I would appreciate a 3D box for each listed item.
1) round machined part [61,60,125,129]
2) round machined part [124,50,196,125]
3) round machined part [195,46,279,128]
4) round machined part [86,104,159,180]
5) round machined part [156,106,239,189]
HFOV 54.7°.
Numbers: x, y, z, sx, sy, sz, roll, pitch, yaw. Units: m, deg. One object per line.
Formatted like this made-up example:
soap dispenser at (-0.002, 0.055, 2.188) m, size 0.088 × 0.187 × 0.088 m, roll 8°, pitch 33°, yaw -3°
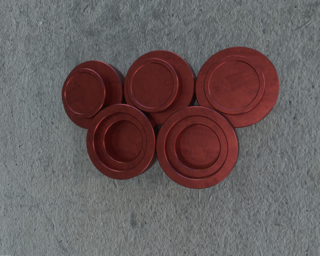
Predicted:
round machined part at (-0.097, -0.047, 0.434) m, size 0.098 × 0.042 × 0.097 m, roll 0°, pitch 90°, yaw 19°
round machined part at (-0.003, -0.053, 0.402) m, size 0.098 × 0.042 × 0.097 m, roll 0°, pitch 90°, yaw 19°
round machined part at (0.090, -0.049, 0.369) m, size 0.098 × 0.042 × 0.097 m, roll 0°, pitch 90°, yaw 19°
round machined part at (-0.045, 0.018, 0.416) m, size 0.098 × 0.042 × 0.097 m, roll 0°, pitch 90°, yaw 19°
round machined part at (0.048, 0.023, 0.384) m, size 0.098 × 0.042 × 0.097 m, roll 0°, pitch 90°, yaw 19°
